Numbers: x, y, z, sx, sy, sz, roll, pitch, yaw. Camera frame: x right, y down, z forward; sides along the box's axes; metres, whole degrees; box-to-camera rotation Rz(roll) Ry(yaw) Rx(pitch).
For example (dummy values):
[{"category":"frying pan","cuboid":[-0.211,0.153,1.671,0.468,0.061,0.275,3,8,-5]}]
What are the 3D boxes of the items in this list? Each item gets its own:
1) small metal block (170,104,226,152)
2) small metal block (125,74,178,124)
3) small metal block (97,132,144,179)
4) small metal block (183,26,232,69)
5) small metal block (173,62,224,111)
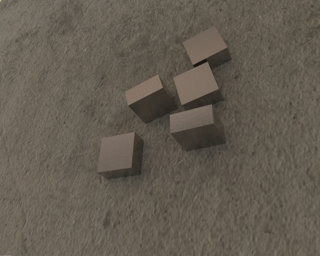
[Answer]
[{"category":"small metal block","cuboid":[0.045,0.002,0.363,0.050,0.050,0.025,-14,56,20]},{"category":"small metal block","cuboid":[-0.011,-0.037,0.415,0.050,0.050,0.025,-26,53,12]},{"category":"small metal block","cuboid":[-0.051,0.037,0.407,0.050,0.025,0.050,-11,57,22]},{"category":"small metal block","cuboid":[0.066,-0.108,0.435,0.050,0.025,0.050,-26,53,12]},{"category":"small metal block","cuboid":[0.050,-0.052,0.409,0.050,0.025,0.050,-23,53,13]}]
